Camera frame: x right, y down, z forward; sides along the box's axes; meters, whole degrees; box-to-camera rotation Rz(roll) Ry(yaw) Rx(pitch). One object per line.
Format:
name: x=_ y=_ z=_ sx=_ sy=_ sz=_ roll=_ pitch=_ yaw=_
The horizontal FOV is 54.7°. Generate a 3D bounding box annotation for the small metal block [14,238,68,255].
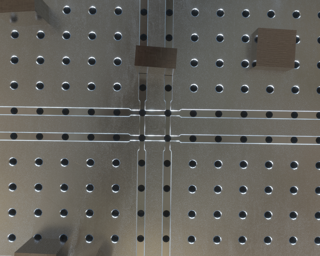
small metal block: x=-0.151 y=0.164 z=0.399 sx=0.050 sy=0.050 sz=0.025 roll=3 pitch=90 yaw=-1

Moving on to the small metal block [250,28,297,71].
small metal block: x=0.152 y=-0.104 z=0.415 sx=0.050 sy=0.025 sz=0.050 roll=3 pitch=90 yaw=-1

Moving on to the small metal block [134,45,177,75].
small metal block: x=-0.005 y=-0.086 z=0.401 sx=0.050 sy=0.050 sz=0.025 roll=4 pitch=90 yaw=-1

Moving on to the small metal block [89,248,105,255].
small metal block: x=-0.096 y=0.190 z=0.400 sx=0.050 sy=0.050 sz=0.025 roll=-35 pitch=90 yaw=0

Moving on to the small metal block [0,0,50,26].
small metal block: x=-0.177 y=-0.153 z=0.398 sx=0.050 sy=0.050 sz=0.025 roll=-3 pitch=90 yaw=-1
